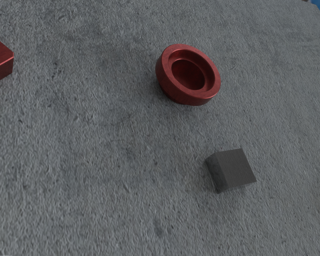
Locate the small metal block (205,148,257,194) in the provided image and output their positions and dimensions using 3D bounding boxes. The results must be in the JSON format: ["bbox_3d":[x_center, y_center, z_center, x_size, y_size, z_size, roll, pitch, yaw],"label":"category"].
[{"bbox_3d":[0.096,0.058,0.422,0.050,0.025,0.050,-5,64,-31],"label":"small metal block"}]

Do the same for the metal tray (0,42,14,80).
[{"bbox_3d":[-0.238,-0.089,0.327,0.130,0.030,0.090,40,51,-1],"label":"metal tray"}]

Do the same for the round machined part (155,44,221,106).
[{"bbox_3d":[0.038,-0.074,0.460,0.099,0.042,0.098,14,56,-21],"label":"round machined part"}]
